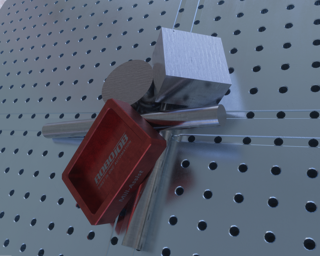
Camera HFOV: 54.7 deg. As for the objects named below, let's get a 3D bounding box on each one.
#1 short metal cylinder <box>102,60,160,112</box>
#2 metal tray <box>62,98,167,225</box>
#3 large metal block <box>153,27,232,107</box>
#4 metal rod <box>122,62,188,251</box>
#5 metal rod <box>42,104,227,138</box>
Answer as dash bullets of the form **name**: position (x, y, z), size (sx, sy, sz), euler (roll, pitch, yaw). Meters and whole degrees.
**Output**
- **short metal cylinder**: position (-0.035, -0.050, 0.440), size (0.080, 0.050, 0.080), euler (-13, 56, 21)
- **metal tray**: position (-0.061, 0.041, 0.379), size (0.090, 0.030, 0.129), euler (44, 108, 33)
- **large metal block**: position (0.037, -0.075, 0.394), size (0.081, 0.050, 0.080), euler (6, 56, -15)
- **metal rod**: position (0.005, 0.001, 0.405), size (0.025, 0.025, 0.300), euler (1, 62, 29)
- **metal rod**: position (-0.057, -0.004, 0.420), size (0.300, 0.025, 0.025), euler (-4, 60, 34)
